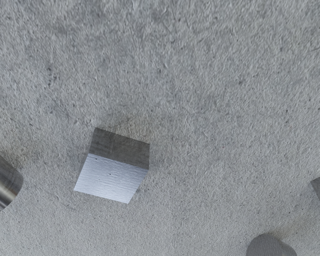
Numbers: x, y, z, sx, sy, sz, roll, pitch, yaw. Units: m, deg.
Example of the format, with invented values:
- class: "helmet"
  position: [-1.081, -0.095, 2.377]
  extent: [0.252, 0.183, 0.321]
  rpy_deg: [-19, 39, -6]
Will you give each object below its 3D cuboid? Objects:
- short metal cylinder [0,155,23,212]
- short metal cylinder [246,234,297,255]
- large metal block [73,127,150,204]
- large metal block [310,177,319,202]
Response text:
- class: "short metal cylinder"
  position: [-0.244, 0.079, 0.436]
  extent: [0.080, 0.080, 0.050]
  rpy_deg: [-18, 128, 15]
- class: "short metal cylinder"
  position: [0.211, 0.250, 0.586]
  extent: [0.050, 0.080, 0.080]
  rpy_deg: [32, 123, -25]
- class: "large metal block"
  position: [-0.067, 0.055, 0.437]
  extent: [0.081, 0.050, 0.079]
  rpy_deg: [18, 128, -15]
- class: "large metal block"
  position: [0.289, 0.120, 0.476]
  extent: [0.080, 0.080, 0.050]
  rpy_deg: [37, 121, -27]
